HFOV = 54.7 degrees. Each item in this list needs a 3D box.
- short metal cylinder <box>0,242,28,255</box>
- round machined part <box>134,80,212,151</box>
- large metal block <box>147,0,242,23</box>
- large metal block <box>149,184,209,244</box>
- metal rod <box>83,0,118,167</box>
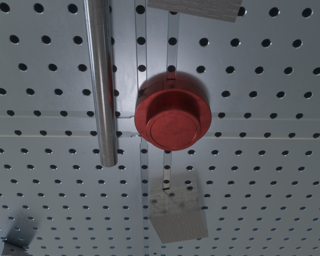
[{"bbox_3d":[-0.303,0.269,0.602,0.050,0.080,0.080,36,122,-26],"label":"short metal cylinder"},{"bbox_3d":[0.016,-0.009,0.393,0.099,0.042,0.097,0,130,0],"label":"round machined part"},{"bbox_3d":[0.035,-0.147,0.271,0.081,0.050,0.079,8,130,-7],"label":"large metal block"},{"bbox_3d":[0.032,0.146,0.520,0.080,0.050,0.080,-12,129,10],"label":"large metal block"},{"bbox_3d":[-0.067,-0.065,0.355,0.025,0.025,0.298,2,130,-2],"label":"metal rod"}]
